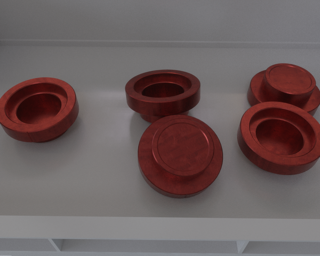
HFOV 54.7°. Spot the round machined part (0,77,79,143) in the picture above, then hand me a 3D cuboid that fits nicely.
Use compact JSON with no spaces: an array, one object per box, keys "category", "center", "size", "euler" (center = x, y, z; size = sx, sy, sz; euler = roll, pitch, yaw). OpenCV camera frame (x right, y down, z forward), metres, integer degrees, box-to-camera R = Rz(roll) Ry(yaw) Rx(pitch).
[{"category":"round machined part","center":[-0.157,-0.019,0.409],"size":[0.099,0.042,0.098],"euler":[0,50,0]}]

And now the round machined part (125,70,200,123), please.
[{"category":"round machined part","center":[0.005,-0.040,0.416],"size":[0.099,0.042,0.098],"euler":[-3,33,2]}]

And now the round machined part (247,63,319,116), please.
[{"category":"round machined part","center":[0.178,-0.055,0.439],"size":[0.099,0.042,0.098],"euler":[1,48,-1]}]

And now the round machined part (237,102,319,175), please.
[{"category":"round machined part","center":[0.144,0.016,0.381],"size":[0.099,0.042,0.098],"euler":[0,50,0]}]

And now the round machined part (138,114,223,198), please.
[{"category":"round machined part","center":[0.024,0.028,0.354],"size":[0.099,0.042,0.098],"euler":[2,66,-4]}]
